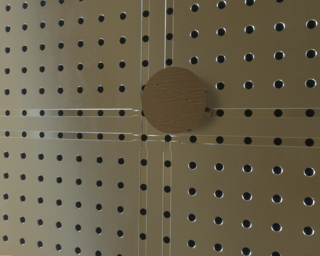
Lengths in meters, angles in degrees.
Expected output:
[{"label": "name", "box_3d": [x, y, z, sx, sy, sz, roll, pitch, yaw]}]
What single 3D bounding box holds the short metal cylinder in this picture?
[{"label": "short metal cylinder", "box_3d": [0.024, -0.033, 0.390, 0.080, 0.050, 0.079, 0, 90, 19]}]
